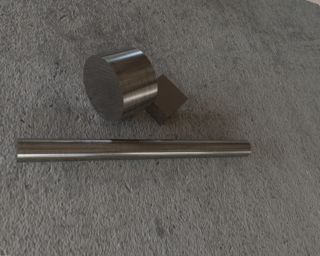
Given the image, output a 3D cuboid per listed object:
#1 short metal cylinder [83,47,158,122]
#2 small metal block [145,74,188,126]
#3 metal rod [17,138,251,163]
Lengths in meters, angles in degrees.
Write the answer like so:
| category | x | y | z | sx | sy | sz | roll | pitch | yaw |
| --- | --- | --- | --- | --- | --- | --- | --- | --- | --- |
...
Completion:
| category | x | y | z | sx | sy | sz | roll | pitch | yaw |
| --- | --- | --- | --- | --- | --- | --- | --- | --- | --- |
| short metal cylinder | -0.049 | -0.053 | 0.375 | 0.050 | 0.080 | 0.080 | -26 | 76 | -37 |
| small metal block | 0.002 | -0.040 | 0.429 | 0.050 | 0.025 | 0.050 | 45 | 51 | 3 |
| metal rod | -0.010 | 0.026 | 0.382 | 0.303 | 0.025 | 0.025 | 2 | 61 | -28 |
